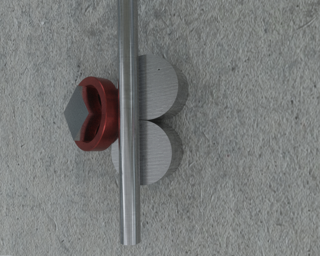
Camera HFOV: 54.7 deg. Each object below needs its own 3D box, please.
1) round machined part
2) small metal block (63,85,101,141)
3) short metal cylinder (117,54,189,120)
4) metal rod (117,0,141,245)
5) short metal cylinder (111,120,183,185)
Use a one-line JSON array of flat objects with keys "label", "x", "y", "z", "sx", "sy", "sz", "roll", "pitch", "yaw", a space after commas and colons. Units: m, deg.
[{"label": "round machined part", "x": -0.079, "y": -0.018, "z": 0.415, "sx": 0.098, "sy": 0.042, "sz": 0.097, "roll": -4, "pitch": 84, "yaw": 48}, {"label": "small metal block", "x": -0.098, "y": -0.018, "z": 0.402, "sx": 0.050, "sy": 0.025, "sz": 0.050, "roll": -53, "pitch": 51, "yaw": 32}, {"label": "short metal cylinder", "x": -0.008, "y": -0.050, "z": 0.400, "sx": 0.080, "sy": 0.050, "sz": 0.079, "roll": 0, "pitch": 90, "yaw": 20}, {"label": "metal rod", "x": -0.037, "y": -0.014, "z": 0.370, "sx": 0.025, "sy": 0.025, "sz": 0.298, "roll": -1, "pitch": 89, "yaw": 20}, {"label": "short metal cylinder", "x": -0.015, "y": 0.030, "z": 0.402, "sx": 0.080, "sy": 0.050, "sz": 0.080, "roll": 0, "pitch": 89, "yaw": 20}]
